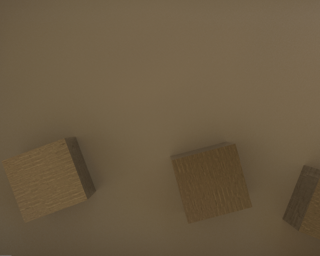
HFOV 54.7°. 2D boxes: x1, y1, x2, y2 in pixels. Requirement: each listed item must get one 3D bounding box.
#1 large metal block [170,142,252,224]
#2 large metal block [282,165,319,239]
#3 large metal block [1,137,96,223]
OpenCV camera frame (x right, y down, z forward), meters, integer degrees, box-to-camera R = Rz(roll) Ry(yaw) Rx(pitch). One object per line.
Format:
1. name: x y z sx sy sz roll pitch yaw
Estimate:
1. large metal block: 0.063 0.067 0.399 0.080 0.050 0.080 -15 90 0
2. large metal block: 0.220 0.103 0.400 0.080 0.050 0.080 21 90 0
3. large metal block: -0.139 0.063 0.398 0.080 0.050 0.080 -20 90 0
